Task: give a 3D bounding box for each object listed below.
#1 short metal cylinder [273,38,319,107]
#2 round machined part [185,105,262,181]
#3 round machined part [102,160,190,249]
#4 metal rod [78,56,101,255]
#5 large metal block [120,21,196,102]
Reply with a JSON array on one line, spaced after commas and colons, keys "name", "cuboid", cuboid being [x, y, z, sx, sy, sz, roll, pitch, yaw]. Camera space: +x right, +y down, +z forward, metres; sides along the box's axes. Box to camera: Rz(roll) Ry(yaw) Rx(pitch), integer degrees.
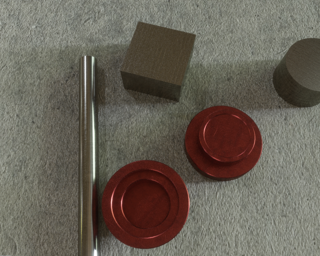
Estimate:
[{"name": "short metal cylinder", "cuboid": [0.203, -0.075, 0.424, 0.081, 0.050, 0.080, 0, 70, 0]}, {"name": "round machined part", "cuboid": [0.081, 0.015, 0.394, 0.099, 0.042, 0.098, 0, 70, 0]}, {"name": "round machined part", "cuboid": [-0.016, 0.090, 0.366, 0.099, 0.042, 0.098, 0, 70, 0]}, {"name": "metal rod", "cuboid": [-0.090, 0.044, 0.391, 0.025, 0.025, 0.299, -4, 70, -2]}, {"name": "large metal block", "cuboid": [-0.001, -0.091, 0.428, 0.080, 0.050, 0.080, 15, 71, 5]}]
